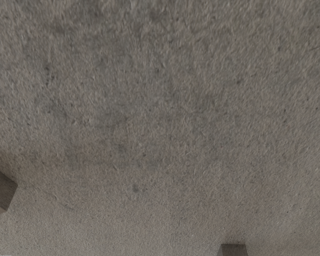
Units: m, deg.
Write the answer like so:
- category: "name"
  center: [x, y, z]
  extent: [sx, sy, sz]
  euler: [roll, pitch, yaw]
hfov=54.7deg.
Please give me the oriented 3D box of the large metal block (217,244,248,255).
- category: "large metal block"
  center: [0.146, 0.291, 0.622]
  extent: [0.050, 0.080, 0.079]
  euler: [3, 130, -3]

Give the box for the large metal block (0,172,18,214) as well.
- category: "large metal block"
  center: [-0.283, 0.096, 0.468]
  extent: [0.080, 0.050, 0.080]
  euler: [-22, 127, 17]
